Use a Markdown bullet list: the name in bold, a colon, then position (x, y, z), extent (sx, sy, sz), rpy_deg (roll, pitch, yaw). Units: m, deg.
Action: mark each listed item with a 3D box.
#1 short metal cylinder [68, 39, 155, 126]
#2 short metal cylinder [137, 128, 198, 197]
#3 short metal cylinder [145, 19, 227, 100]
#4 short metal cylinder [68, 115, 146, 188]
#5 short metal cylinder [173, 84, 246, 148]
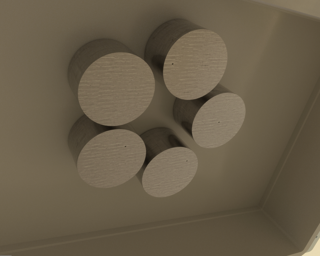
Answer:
- **short metal cylinder**: position (-0.052, -0.049, 0.331), extent (0.081, 0.050, 0.079), rpy_deg (-14, 124, -21)
- **short metal cylinder**: position (0.004, 0.046, 0.420), extent (0.081, 0.050, 0.079), rpy_deg (-14, 124, -21)
- **short metal cylinder**: position (0.029, -0.079, 0.357), extent (0.081, 0.050, 0.079), rpy_deg (-14, 124, -21)
- **short metal cylinder**: position (-0.064, 0.024, 0.370), extent (0.081, 0.050, 0.079), rpy_deg (-14, 124, -21)
- **short metal cylinder**: position (0.065, -0.020, 0.413), extent (0.081, 0.050, 0.079), rpy_deg (-14, 124, -21)
